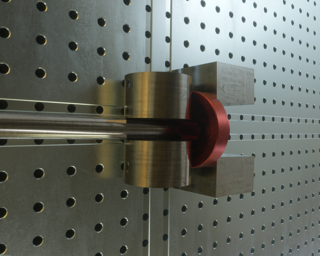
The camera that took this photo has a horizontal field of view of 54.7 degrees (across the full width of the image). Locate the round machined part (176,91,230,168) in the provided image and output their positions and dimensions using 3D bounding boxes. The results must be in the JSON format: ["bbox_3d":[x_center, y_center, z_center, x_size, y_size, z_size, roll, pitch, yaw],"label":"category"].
[{"bbox_3d":[0.051,0.002,0.404,0.042,0.098,0.097,1,90,-40],"label":"round machined part"}]

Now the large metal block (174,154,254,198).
[{"bbox_3d":[0.074,0.062,0.437,0.081,0.080,0.050,3,88,-40],"label":"large metal block"}]

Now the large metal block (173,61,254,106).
[{"bbox_3d":[0.075,-0.058,0.437,0.081,0.080,0.050,0,91,-40],"label":"large metal block"}]

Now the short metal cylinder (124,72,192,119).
[{"bbox_3d":[-0.002,-0.036,0.371,0.081,0.080,0.050,1,90,-40],"label":"short metal cylinder"}]

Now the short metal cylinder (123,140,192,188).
[{"bbox_3d":[-0.003,0.039,0.370,0.081,0.080,0.050,2,90,-40],"label":"short metal cylinder"}]

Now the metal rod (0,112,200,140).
[{"bbox_3d":[-0.076,0.000,0.330,0.302,0.025,0.025,2,89,-36],"label":"metal rod"}]
